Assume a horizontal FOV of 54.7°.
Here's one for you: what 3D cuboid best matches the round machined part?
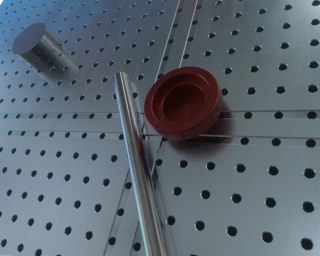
[{"bbox_3d":[0.033,-0.027,0.396,0.098,0.042,0.098,-13,56,20],"label":"round machined part"}]

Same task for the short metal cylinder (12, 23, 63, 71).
[{"bbox_3d":[-0.243,-0.161,0.615,0.080,0.050,0.080,-13,56,21],"label":"short metal cylinder"}]

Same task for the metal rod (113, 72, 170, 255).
[{"bbox_3d":[-0.029,0.038,0.398,0.025,0.025,0.299,-25,53,13],"label":"metal rod"}]
